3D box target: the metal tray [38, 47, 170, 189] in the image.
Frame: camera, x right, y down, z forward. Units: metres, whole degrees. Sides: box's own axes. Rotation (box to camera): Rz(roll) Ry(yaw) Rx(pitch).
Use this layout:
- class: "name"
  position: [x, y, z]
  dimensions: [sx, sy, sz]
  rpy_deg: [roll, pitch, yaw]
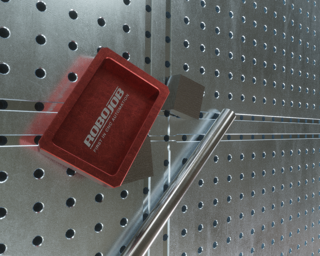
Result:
- class: "metal tray"
  position: [-0.057, -0.011, 0.337]
  dimensions: [0.090, 0.030, 0.130]
  rpy_deg: [32, 69, -13]

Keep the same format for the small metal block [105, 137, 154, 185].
- class: "small metal block"
  position: [-0.037, 0.038, 0.378]
  dimensions: [0.050, 0.025, 0.050]
  rpy_deg: [-9, 96, -40]

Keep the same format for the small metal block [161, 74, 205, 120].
- class: "small metal block"
  position: [0.033, -0.042, 0.437]
  dimensions: [0.050, 0.025, 0.050]
  rpy_deg: [20, 78, -38]

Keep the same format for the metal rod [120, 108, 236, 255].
- class: "metal rod"
  position: [0.028, 0.081, 0.432]
  dimensions: [0.301, 0.025, 0.025]
  rpy_deg: [-51, 120, -28]
